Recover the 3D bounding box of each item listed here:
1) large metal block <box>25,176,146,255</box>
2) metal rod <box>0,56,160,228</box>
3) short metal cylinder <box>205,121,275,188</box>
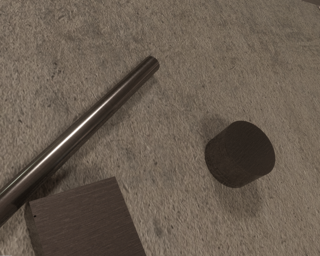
[{"bbox_3d":[-0.071,0.101,0.289,0.081,0.050,0.080,-13,68,-34],"label":"large metal block"},{"bbox_3d":[-0.084,-0.004,0.361,0.025,0.025,0.301,40,51,-2],"label":"metal rod"},{"bbox_3d":[0.109,0.037,0.427,0.081,0.050,0.080,14,56,-21],"label":"short metal cylinder"}]
